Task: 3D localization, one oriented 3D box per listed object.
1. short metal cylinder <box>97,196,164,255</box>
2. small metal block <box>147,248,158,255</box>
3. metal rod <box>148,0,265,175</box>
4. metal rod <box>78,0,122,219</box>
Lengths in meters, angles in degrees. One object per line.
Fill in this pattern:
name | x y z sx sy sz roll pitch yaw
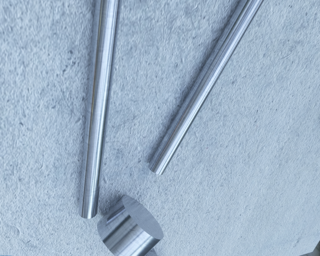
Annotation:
short metal cylinder | -0.041 0.143 0.437 0.050 0.080 0.080 -46 129 4
small metal block | -0.020 0.248 0.549 0.050 0.025 0.050 -30 129 -9
metal rod | 0.063 -0.067 0.399 0.025 0.025 0.298 18 109 -35
metal rod | -0.072 -0.016 0.357 0.025 0.025 0.298 -3 120 -27
